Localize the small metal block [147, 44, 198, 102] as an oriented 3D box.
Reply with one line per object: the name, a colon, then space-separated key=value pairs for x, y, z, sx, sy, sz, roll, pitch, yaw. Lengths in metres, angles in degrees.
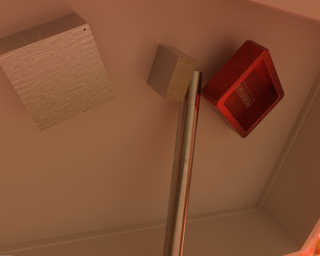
small metal block: x=0.013 y=-0.065 z=0.361 sx=0.025 sy=0.050 sz=0.050 roll=6 pitch=116 yaw=-31

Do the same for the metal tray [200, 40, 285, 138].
metal tray: x=0.117 y=-0.046 z=0.421 sx=0.090 sy=0.030 sz=0.130 roll=-48 pitch=144 yaw=4

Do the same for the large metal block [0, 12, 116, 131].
large metal block: x=-0.100 y=-0.056 z=0.304 sx=0.080 sy=0.050 sz=0.080 roll=-26 pitch=128 yaw=-13

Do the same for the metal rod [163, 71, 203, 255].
metal rod: x=0.026 y=0.078 z=0.395 sx=0.025 sy=0.025 sz=0.298 roll=6 pitch=91 yaw=-31
